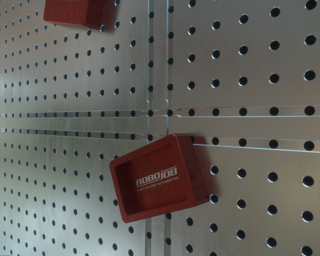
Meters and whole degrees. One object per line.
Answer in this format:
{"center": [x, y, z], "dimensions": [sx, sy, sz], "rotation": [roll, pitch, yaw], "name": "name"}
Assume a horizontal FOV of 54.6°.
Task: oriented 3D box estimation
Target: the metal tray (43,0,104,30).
{"center": [-0.147, -0.221, 0.530], "dimensions": [0.130, 0.030, 0.089], "rotation": [20, 103, 38], "name": "metal tray"}

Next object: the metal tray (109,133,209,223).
{"center": [-0.007, 0.069, 0.412], "dimensions": [0.130, 0.030, 0.090], "rotation": [-26, 74, 37], "name": "metal tray"}
